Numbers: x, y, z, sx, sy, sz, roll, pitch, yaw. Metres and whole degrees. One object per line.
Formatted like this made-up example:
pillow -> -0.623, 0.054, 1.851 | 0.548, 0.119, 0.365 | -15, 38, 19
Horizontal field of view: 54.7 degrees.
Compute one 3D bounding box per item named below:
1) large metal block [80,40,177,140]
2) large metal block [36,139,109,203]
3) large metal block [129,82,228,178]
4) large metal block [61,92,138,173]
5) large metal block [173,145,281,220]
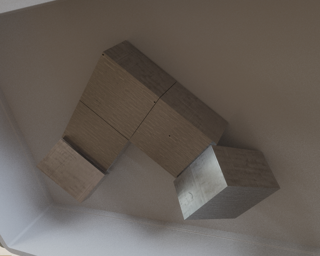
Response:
large metal block -> -0.040, -0.046, 0.383 | 0.080, 0.050, 0.080 | 39, 129, 1
large metal block -> -0.127, 0.064, 0.469 | 0.080, 0.050, 0.080 | 39, 172, 1
large metal block -> 0.022, 0.005, 0.381 | 0.080, 0.050, 0.080 | 39, 129, 1
large metal block -> -0.079, 0.002, 0.434 | 0.080, 0.050, 0.080 | 39, 129, 1
large metal block -> 0.076, 0.067, 0.364 | 0.081, 0.050, 0.080 | 9, 138, -31
